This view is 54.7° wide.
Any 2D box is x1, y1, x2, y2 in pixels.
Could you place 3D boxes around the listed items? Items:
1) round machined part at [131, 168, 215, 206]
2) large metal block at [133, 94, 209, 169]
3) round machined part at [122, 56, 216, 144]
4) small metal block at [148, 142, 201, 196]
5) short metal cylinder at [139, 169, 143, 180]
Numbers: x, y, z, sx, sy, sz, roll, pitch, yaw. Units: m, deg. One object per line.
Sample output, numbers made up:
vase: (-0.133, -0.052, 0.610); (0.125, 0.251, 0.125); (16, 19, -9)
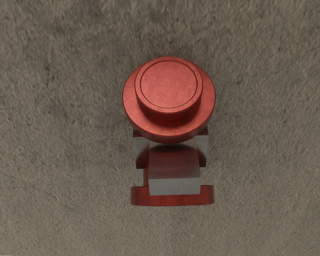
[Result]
round machined part: (0.014, 0.069, 0.370); (0.099, 0.042, 0.098); (-1, 169, 0)
large metal block: (0.012, 0.002, 0.373); (0.081, 0.080, 0.050); (-2, 130, 1)
round machined part: (0.009, -0.036, 0.325); (0.099, 0.098, 0.042); (-2, 155, 1)
small metal block: (0.014, 0.042, 0.322); (0.050, 0.050, 0.025); (-2, 130, 1)
short metal cylinder: (0.012, 0.041, 0.428); (0.081, 0.050, 0.079); (0, 130, 0)
